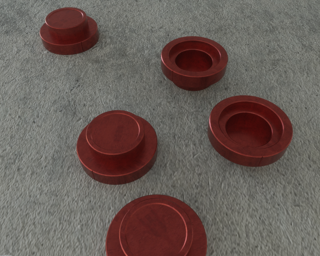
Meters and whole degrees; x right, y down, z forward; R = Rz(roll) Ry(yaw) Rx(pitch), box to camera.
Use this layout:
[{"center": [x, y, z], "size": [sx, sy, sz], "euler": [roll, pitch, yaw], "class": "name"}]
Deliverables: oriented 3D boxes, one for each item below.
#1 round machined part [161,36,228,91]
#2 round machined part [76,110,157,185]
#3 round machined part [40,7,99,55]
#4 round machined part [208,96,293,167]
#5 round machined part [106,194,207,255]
[{"center": [0.051, -0.094, 0.471], "size": [0.099, 0.042, 0.098], "euler": [0, 50, 0], "class": "round machined part"}, {"center": [-0.052, 0.016, 0.378], "size": [0.099, 0.042, 0.098], "euler": [0, 50, 0], "class": "round machined part"}, {"center": [-0.158, -0.173, 0.536], "size": [0.099, 0.042, 0.098], "euler": [0, 50, 0], "class": "round machined part"}, {"center": [0.108, 0.008, 0.386], "size": [0.099, 0.042, 0.098], "euler": [0, 50, 0], "class": "round machined part"}, {"center": [-0.003, 0.108, 0.301], "size": [0.099, 0.042, 0.098], "euler": [0, 50, 0], "class": "round machined part"}]
